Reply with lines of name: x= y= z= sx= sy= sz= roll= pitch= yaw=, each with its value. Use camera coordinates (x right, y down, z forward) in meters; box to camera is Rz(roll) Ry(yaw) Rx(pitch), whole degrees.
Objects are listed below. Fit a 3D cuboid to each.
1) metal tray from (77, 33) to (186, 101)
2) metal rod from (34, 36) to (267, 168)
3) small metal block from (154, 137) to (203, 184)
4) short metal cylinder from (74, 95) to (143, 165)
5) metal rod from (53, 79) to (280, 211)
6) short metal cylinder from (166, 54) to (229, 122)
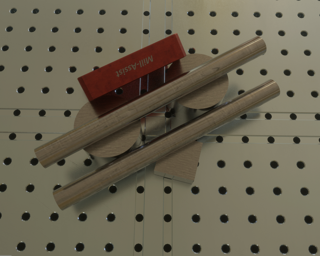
metal tray: x=-0.041 y=-0.079 z=0.404 sx=0.131 sy=0.090 sz=0.030 roll=-27 pitch=105 yaw=-10
metal rod: x=-0.002 y=-0.036 z=0.371 sx=0.302 sy=0.025 sz=0.025 roll=-28 pitch=73 yaw=-10
small metal block: x=0.023 y=0.039 z=0.397 sx=0.050 sy=0.025 sz=0.050 roll=14 pitch=71 yaw=4
short metal cylinder: x=-0.063 y=0.005 z=0.396 sx=0.081 sy=0.050 sz=0.080 roll=0 pitch=70 yaw=0
metal rod: x=0.016 y=0.015 z=0.379 sx=0.302 sy=0.025 sz=0.025 roll=-27 pitch=73 yaw=-10
short metal cylinder: x=0.047 y=-0.053 z=0.419 sx=0.081 sy=0.050 sz=0.080 roll=0 pitch=70 yaw=0
